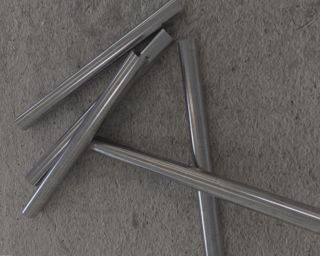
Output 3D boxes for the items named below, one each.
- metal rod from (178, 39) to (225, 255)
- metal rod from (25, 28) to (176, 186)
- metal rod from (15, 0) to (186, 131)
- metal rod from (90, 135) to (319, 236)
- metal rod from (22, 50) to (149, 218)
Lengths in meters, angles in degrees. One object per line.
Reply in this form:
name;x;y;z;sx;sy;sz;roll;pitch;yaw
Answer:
metal rod;0.053;0.038;0.390;0.025;0.025;0.298;-8;87;20
metal rod;-0.092;-0.021;0.441;0.299;0.025;0.025;-44;77;14
metal rod;-0.095;-0.083;0.442;0.300;0.025;0.025;-32;80;17
metal rod;0.036;0.058;0.370;0.300;0.025;0.025;16;95;29
metal rod;-0.113;0.021;0.430;0.025;0.025;0.299;44;110;14
